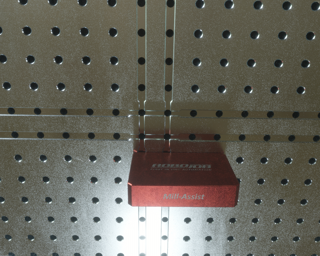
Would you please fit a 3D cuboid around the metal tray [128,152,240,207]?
[{"bbox_3d":[0.027,0.064,0.402,0.131,0.090,0.030,1,110,-1],"label":"metal tray"}]
